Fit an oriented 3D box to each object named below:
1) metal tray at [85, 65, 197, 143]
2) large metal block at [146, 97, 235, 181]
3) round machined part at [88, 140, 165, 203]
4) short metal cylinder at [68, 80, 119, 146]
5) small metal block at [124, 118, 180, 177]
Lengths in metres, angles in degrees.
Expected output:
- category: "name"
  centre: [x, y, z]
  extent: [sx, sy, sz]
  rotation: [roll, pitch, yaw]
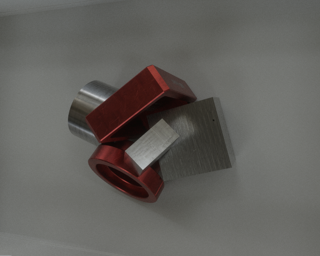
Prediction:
- category: "metal tray"
  centre: [-0.014, -0.023, 0.357]
  extent: [0.090, 0.130, 0.030]
  rotation: [-37, 80, 16]
- category: "large metal block"
  centre: [0.039, 0.012, 0.373]
  extent: [0.080, 0.050, 0.080]
  rotation: [-15, 90, 19]
- category: "round machined part"
  centre: [-0.037, 0.051, 0.392]
  extent: [0.098, 0.098, 0.042]
  rotation: [22, 62, 18]
- category: "short metal cylinder"
  centre: [-0.073, -0.016, 0.404]
  extent: [0.050, 0.080, 0.080]
  rotation: [24, 98, 18]
- category: "small metal block"
  centre: [-0.010, 0.022, 0.326]
  extent: [0.050, 0.050, 0.025]
  rotation: [-42, 83, -18]
